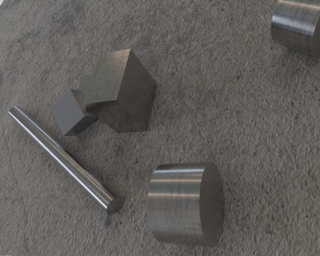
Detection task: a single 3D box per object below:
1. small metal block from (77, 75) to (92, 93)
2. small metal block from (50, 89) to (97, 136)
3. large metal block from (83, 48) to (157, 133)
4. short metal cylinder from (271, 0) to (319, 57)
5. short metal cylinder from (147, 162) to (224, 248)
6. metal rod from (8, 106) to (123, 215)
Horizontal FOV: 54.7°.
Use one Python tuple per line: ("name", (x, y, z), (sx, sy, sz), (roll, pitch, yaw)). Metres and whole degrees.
("small metal block", (-0.104, -0.058, 0.494), (0.050, 0.025, 0.050), (3, 63, 29))
("small metal block", (-0.131, -0.023, 0.468), (0.050, 0.025, 0.050), (-39, 71, 23))
("large metal block", (-0.050, -0.048, 0.424), (0.050, 0.080, 0.080), (-4, 60, 26))
("short metal cylinder", (0.174, -0.128, 0.356), (0.050, 0.080, 0.080), (34, 81, 38))
("short metal cylinder", (0.029, 0.074, 0.308), (0.050, 0.080, 0.080), (-5, 59, 26))
("metal rod", (-0.157, 0.033, 0.465), (0.300, 0.025, 0.025), (31, 79, 37))
